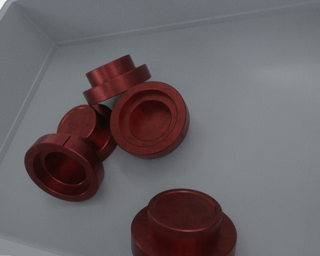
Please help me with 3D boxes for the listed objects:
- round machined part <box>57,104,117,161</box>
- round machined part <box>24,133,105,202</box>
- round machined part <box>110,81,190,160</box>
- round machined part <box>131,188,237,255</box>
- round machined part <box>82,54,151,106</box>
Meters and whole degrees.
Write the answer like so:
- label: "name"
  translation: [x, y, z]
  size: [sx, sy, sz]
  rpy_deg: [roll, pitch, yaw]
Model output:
- label: "round machined part"
  translation: [-0.109, 0.005, 0.449]
  size: [0.098, 0.042, 0.098]
  rpy_deg: [-13, 56, 21]
- label: "round machined part"
  translation: [-0.118, 0.046, 0.400]
  size: [0.098, 0.098, 0.042]
  rpy_deg: [-11, 31, 22]
- label: "round machined part"
  translation: [-0.010, -0.007, 0.396]
  size: [0.098, 0.042, 0.098]
  rpy_deg: [-6, 69, 15]
- label: "round machined part"
  translation: [0.022, 0.092, 0.291]
  size: [0.098, 0.099, 0.042]
  rpy_deg: [15, 113, 34]
- label: "round machined part"
  translation: [-0.065, -0.072, 0.440]
  size: [0.098, 0.042, 0.098]
  rpy_deg: [-23, 13, 6]
